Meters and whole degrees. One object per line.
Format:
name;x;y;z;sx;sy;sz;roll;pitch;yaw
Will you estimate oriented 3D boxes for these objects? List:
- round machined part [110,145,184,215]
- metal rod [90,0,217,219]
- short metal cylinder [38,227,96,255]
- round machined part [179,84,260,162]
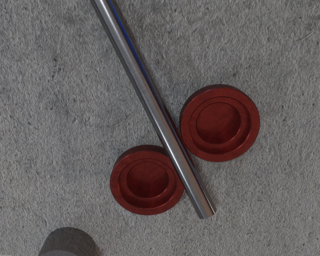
round machined part;-0.016;0.067;0.425;0.099;0.042;0.097;0;110;-1
metal rod;-0.005;-0.023;0.374;0.025;0.025;0.299;-25;99;8
short metal cylinder;-0.142;0.199;0.468;0.081;0.050;0.079;0;110;-1
round machined part;0.073;-0.009;0.399;0.099;0.042;0.097;0;110;-1
